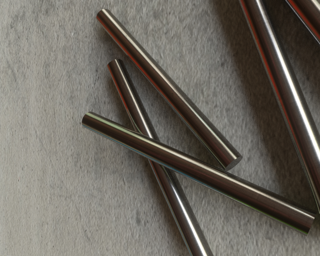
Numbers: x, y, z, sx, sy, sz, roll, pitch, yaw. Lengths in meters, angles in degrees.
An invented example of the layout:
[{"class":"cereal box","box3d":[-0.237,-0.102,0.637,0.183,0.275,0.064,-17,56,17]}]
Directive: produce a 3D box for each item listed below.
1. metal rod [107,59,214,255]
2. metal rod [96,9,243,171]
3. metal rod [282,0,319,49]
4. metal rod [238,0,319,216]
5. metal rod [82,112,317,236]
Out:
[{"class":"metal rod","box3d":[-0.006,0.034,0.407,0.025,0.025,0.299,-38,67,33]},{"class":"metal rod","box3d":[-0.003,-0.066,0.405,0.300,0.025,0.025,52,120,27]},{"class":"metal rod","box3d":[0.144,-0.099,0.284,0.025,0.025,0.299,-39,66,33]},{"class":"metal rod","box3d":[0.123,-0.038,0.302,0.025,0.025,0.299,-26,74,37]},{"class":"metal rod","box3d":[0.021,0.039,0.362,0.300,0.025,0.025,23,104,29]}]
